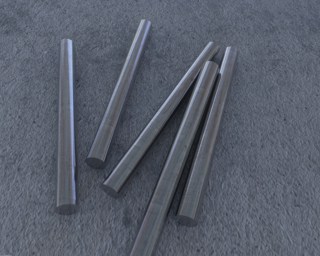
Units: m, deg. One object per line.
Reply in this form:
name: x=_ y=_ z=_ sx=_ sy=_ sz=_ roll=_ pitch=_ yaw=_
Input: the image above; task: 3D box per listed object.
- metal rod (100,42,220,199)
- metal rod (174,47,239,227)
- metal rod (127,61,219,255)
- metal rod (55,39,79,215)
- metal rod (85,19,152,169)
metal rod: x=0.016 y=-0.031 z=0.428 sx=0.025 sy=0.025 sz=0.301 roll=23 pitch=53 yaw=18
metal rod: x=0.071 y=-0.013 z=0.414 sx=0.025 sy=0.025 sz=0.300 roll=14 pitch=51 yaw=11
metal rod: x=0.026 y=0.023 z=0.375 sx=0.025 sy=0.025 sz=0.300 roll=15 pitch=54 yaw=12
metal rod: x=-0.127 y=-0.026 z=0.423 sx=0.025 sy=0.025 sz=0.300 roll=-8 pitch=51 yaw=-7
metal rod: x=-0.051 y=-0.071 z=0.462 sx=0.025 sy=0.025 sz=0.300 roll=7 pitch=50 yaw=6
